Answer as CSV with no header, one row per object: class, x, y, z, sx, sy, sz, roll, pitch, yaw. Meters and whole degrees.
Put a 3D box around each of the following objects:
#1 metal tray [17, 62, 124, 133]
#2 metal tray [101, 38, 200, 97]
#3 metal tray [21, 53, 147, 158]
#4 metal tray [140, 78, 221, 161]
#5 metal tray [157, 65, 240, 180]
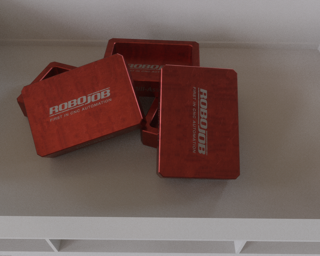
metal tray,-0.115,-0.042,0.432,0.131,0.030,0.090,15,52,12
metal tray,-0.011,-0.085,0.431,0.131,0.030,0.090,3,50,2
metal tray,-0.092,-0.025,0.376,0.131,0.030,0.090,-19,81,4
metal tray,0.038,-0.024,0.420,0.090,0.030,0.130,15,51,12
metal tray,0.044,-0.006,0.363,0.091,0.030,0.129,3,78,-6
